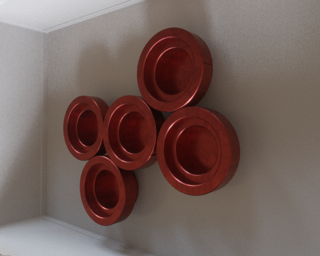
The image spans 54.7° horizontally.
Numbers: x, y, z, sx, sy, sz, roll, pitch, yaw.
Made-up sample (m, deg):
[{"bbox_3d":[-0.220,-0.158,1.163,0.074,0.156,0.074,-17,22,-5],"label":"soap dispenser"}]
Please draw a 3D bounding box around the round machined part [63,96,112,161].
[{"bbox_3d":[-0.103,0.000,0.478,0.098,0.042,0.097,0,90,40],"label":"round machined part"}]

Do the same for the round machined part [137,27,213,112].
[{"bbox_3d":[0.022,-0.067,0.375,0.098,0.042,0.097,0,90,40],"label":"round machined part"}]

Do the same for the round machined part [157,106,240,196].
[{"bbox_3d":[0.047,0.025,0.354,0.098,0.042,0.097,0,90,40],"label":"round machined part"}]

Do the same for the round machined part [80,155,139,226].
[{"bbox_3d":[-0.070,0.088,0.449,0.098,0.042,0.097,0,90,40],"label":"round machined part"}]

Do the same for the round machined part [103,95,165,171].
[{"bbox_3d":[-0.029,0.006,0.415,0.098,0.042,0.097,0,90,40],"label":"round machined part"}]
